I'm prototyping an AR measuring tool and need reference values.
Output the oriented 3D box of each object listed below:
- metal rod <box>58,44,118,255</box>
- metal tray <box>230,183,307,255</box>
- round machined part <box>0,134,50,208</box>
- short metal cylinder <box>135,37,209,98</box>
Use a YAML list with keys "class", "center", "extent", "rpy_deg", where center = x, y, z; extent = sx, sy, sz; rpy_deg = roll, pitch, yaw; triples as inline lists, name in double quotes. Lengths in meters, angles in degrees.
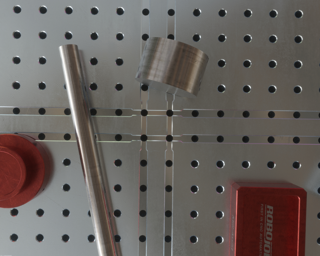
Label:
- class: "metal rod"
  center: [-0.094, 0.039, 0.412]
  extent: [0.025, 0.025, 0.298]
  rpy_deg: [-11, 90, 0]
- class: "metal tray"
  center: [0.142, 0.141, 0.411]
  extent: [0.091, 0.030, 0.129]
  rpy_deg: [2, 90, 0]
- class: "round machined part"
  center: [-0.200, 0.056, 0.403]
  extent: [0.099, 0.042, 0.097]
  rpy_deg: [0, 90, 0]
- class: "short metal cylinder"
  center: [0.015, -0.073, 0.386]
  extent: [0.080, 0.080, 0.050]
  rpy_deg: [17, 90, 0]
